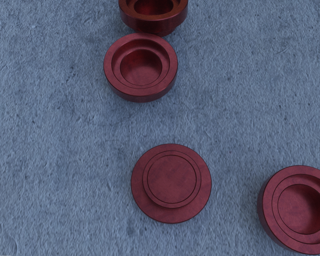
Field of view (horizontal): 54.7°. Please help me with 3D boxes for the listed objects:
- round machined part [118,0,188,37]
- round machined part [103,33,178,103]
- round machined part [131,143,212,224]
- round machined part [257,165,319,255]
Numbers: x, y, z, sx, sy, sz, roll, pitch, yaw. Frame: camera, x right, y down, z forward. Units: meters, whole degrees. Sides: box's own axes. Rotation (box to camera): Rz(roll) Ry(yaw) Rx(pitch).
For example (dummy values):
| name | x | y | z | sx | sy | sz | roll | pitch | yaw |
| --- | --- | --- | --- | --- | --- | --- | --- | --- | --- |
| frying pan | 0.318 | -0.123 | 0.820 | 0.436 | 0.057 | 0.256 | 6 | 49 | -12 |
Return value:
| name | x | y | z | sx | sy | sz | roll | pitch | yaw |
| --- | --- | --- | --- | --- | --- | --- | --- | --- | --- |
| round machined part | -0.009 | -0.169 | 0.452 | 0.099 | 0.042 | 0.098 | -1 | 55 | 1 |
| round machined part | -0.025 | -0.079 | 0.428 | 0.099 | 0.042 | 0.098 | 0 | 70 | 0 |
| round machined part | 0.014 | 0.065 | 0.375 | 0.099 | 0.042 | 0.098 | 0 | 70 | 0 |
| round machined part | 0.163 | 0.096 | 0.365 | 0.099 | 0.042 | 0.098 | 0 | 70 | 0 |
